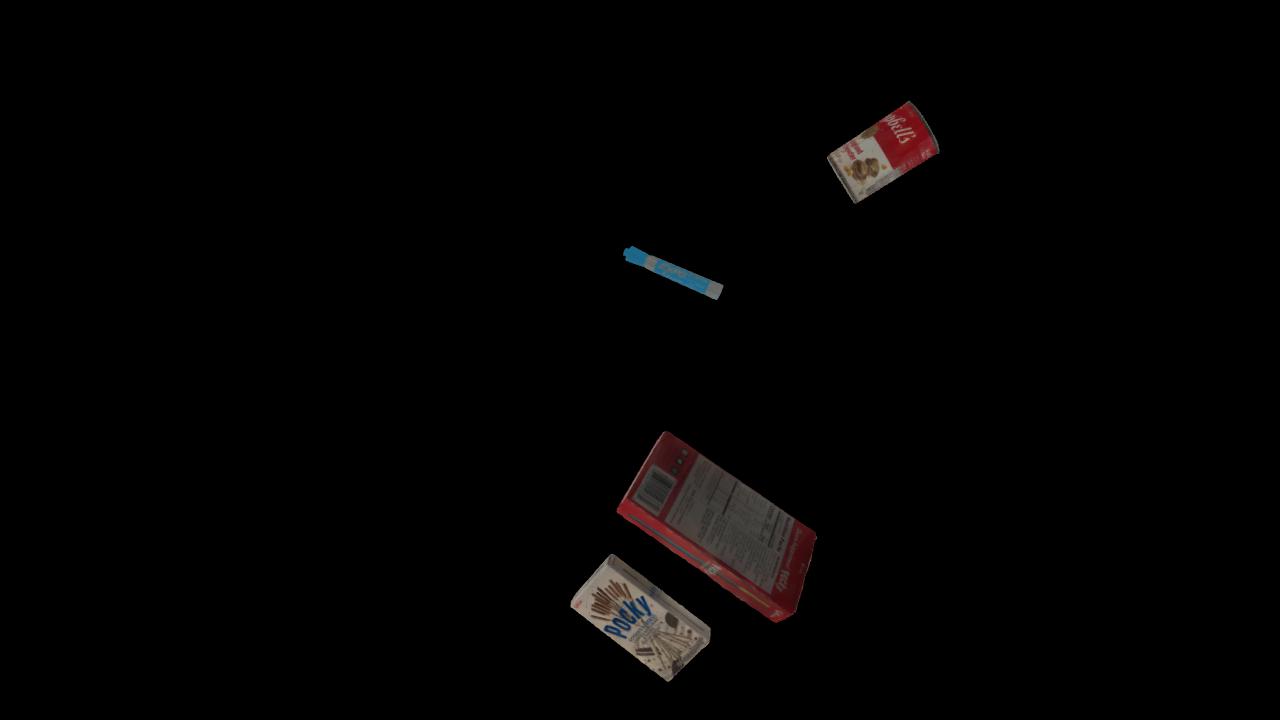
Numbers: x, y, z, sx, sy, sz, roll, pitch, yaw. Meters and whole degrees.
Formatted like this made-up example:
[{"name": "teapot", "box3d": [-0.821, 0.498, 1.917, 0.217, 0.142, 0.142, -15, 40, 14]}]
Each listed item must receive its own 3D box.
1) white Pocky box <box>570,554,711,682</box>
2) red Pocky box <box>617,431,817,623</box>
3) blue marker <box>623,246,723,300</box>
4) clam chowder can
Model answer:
[{"name": "white Pocky box", "box3d": [0.001, 0.310, 0.742, 0.154, 0.084, 0.028, 38, 19, -1]}, {"name": "red Pocky box", "box3d": [0.064, 0.131, 0.495, 0.155, 0.028, 0.083, 35, 44, 2]}, {"name": "blue marker", "box3d": [0.036, -0.101, 0.702, 0.121, 0.020, 0.020, 25, 4, 9]}, {"name": "clam chowder can", "box3d": [0.275, -0.234, 0.702, 0.102, 0.068, 0.068, -32, -13, 23]}]
